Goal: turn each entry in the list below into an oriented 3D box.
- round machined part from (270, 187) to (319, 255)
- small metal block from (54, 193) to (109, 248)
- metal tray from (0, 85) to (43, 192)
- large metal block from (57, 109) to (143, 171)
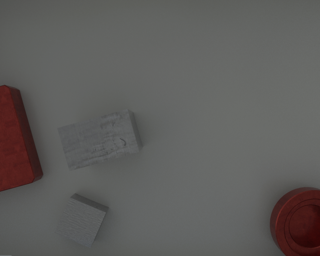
[{"bbox_3d":[0.193,0.126,0.406,0.099,0.042,0.097,0,90,-1],"label":"round machined part"},{"bbox_3d":[-0.103,0.122,0.410,0.050,0.025,0.050,23,90,-1],"label":"small metal block"},{"bbox_3d":[-0.218,0.018,0.406,0.091,0.030,0.129,-16,90,-1],"label":"metal tray"},{"bbox_3d":[-0.068,0.013,0.383,0.080,0.080,0.050,-15,90,0],"label":"large metal block"}]
